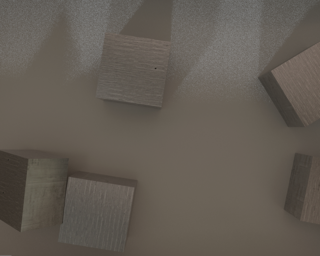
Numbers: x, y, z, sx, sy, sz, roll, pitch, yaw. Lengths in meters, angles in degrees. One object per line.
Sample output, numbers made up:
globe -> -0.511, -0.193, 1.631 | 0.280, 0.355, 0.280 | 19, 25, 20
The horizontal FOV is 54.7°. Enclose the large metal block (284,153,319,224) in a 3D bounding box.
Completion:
large metal block -> 0.217, 0.081, 0.400 | 0.080, 0.050, 0.080 | 11, 90, 0

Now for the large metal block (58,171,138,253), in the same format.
large metal block -> -0.077, 0.104, 0.398 | 0.080, 0.050, 0.080 | 9, 90, 0

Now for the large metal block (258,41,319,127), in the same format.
large metal block -> 0.189, -0.056, 0.400 | 0.080, 0.050, 0.080 | -31, 90, 0

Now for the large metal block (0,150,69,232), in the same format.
large metal block -> -0.160, 0.071, 0.378 | 0.080, 0.050, 0.080 | 6, 90, 40

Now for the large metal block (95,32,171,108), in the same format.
large metal block -> -0.032, -0.071, 0.398 | 0.080, 0.050, 0.080 | 8, 90, 0
